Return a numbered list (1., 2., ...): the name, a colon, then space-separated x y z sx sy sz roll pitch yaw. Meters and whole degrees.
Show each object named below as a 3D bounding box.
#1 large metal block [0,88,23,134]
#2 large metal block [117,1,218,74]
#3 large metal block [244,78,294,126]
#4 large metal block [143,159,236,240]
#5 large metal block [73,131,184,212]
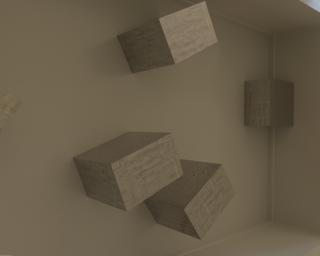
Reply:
1. large metal block: -0.162 0.000 0.235 0.050 0.080 0.080 41 65 -33
2. large metal block: 0.009 -0.110 0.380 0.081 0.080 0.050 -34 112 -35
3. large metal block: 0.197 -0.043 0.559 0.081 0.050 0.079 0 90 -40
4. large metal block: 0.037 0.088 0.404 0.080 0.080 0.050 -42 116 -32
5. large metal block: -0.035 0.042 0.343 0.081 0.080 0.050 -26 107 -37
